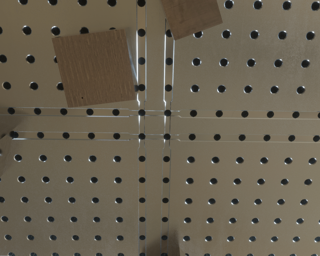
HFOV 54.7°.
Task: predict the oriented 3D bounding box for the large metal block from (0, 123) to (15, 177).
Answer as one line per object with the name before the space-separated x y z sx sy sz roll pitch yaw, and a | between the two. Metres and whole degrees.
large metal block | -0.251 0.029 0.407 0.080 0.050 0.079 21 109 -8

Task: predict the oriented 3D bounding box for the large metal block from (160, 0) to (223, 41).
large metal block | 0.024 -0.144 0.331 0.050 0.080 0.080 -19 109 6

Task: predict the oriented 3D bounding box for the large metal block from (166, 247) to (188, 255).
large metal block | 0.025 0.253 0.494 0.080 0.050 0.080 -37 107 12

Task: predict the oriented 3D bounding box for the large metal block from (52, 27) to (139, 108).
large metal block | -0.073 -0.074 0.372 0.080 0.050 0.079 -7 110 2
